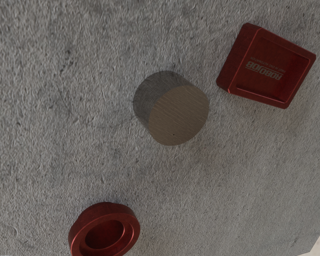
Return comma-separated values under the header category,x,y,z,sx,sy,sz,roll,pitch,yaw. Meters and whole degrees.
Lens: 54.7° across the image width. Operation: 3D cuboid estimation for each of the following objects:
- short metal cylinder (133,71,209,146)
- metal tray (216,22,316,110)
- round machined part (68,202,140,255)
category,x,y,z,sx,sy,sz,roll,pitch,yaw
short metal cylinder,0.013,-0.025,0.384,0.081,0.050,0.079,-14,125,-21
metal tray,0.152,-0.082,0.437,0.131,0.030,0.089,10,113,-33
round machined part,-0.082,0.145,0.443,0.099,0.042,0.097,-14,125,-21
